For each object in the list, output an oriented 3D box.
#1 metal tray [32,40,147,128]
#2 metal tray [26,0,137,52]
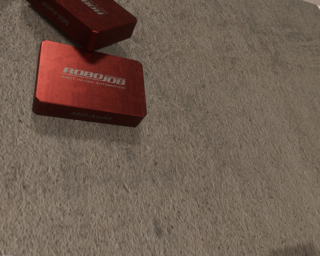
[{"bbox_3d":[-0.085,-0.053,0.388,0.131,0.030,0.090,8,58,-25],"label":"metal tray"},{"bbox_3d":[-0.108,-0.164,0.423,0.130,0.030,0.091,40,42,10],"label":"metal tray"}]
